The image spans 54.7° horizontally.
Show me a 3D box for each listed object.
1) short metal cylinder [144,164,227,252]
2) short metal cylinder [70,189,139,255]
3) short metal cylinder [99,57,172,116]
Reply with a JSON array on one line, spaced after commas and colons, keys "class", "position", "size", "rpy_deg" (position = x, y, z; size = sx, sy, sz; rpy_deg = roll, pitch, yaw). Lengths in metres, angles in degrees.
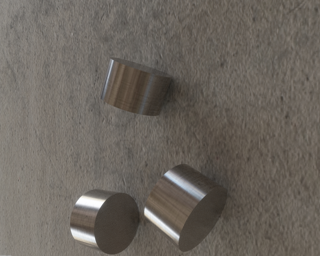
[{"class": "short metal cylinder", "position": [0.029, 0.087, 0.343], "size": [0.050, 0.081, 0.079], "rpy_deg": [31, 109, 35]}, {"class": "short metal cylinder", "position": [-0.075, 0.127, 0.429], "size": [0.050, 0.081, 0.079], "rpy_deg": [-2, 89, 40]}, {"class": "short metal cylinder", "position": [-0.031, -0.053, 0.393], "size": [0.080, 0.081, 0.050], "rpy_deg": [29, 108, 36]}]
